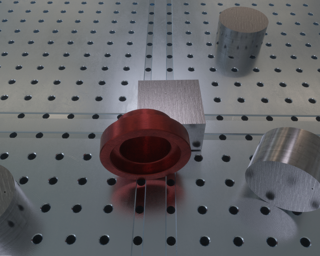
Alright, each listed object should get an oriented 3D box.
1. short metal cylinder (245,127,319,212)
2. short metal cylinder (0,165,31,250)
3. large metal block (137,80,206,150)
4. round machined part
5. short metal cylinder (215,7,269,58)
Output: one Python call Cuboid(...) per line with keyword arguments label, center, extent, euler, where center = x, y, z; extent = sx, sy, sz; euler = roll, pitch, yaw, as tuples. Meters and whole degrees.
Cuboid(label="short metal cylinder", center=(0.140, 0.045, 0.335), extent=(0.080, 0.080, 0.050), euler=(24, 54, 18))
Cuboid(label="short metal cylinder", center=(-0.183, 0.083, 0.320), extent=(0.081, 0.050, 0.080), euler=(0, 50, 0))
Cuboid(label="large metal block", center=(0.012, -0.018, 0.405), extent=(0.081, 0.050, 0.080), euler=(-1, 48, -1))
Cuboid(label="round machined part", center=(-0.016, 0.016, 0.347), extent=(0.099, 0.097, 0.042), euler=(-3, 51, -3))
Cuboid(label="short metal cylinder", center=(0.138, -0.164, 0.530), extent=(0.081, 0.050, 0.080), euler=(0, 50, 0))
